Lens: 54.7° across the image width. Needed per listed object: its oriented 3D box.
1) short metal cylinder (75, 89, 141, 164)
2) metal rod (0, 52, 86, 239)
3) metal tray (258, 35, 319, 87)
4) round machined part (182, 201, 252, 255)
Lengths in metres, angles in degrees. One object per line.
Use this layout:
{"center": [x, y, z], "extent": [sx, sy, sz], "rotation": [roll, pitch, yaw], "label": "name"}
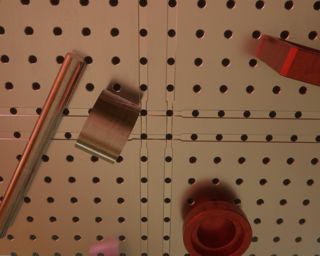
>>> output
{"center": [-0.064, -0.002, 0.383], "extent": [0.050, 0.080, 0.080], "rotation": [26, 108, -9], "label": "short metal cylinder"}
{"center": [-0.174, 0.036, 0.424], "extent": [0.025, 0.025, 0.298], "rotation": [27, 108, -10], "label": "metal rod"}
{"center": [0.190, -0.068, 0.354], "extent": [0.131, 0.090, 0.030], "rotation": [14, 114, -6], "label": "metal tray"}
{"center": [0.082, 0.149, 0.460], "extent": [0.099, 0.042, 0.097], "rotation": [0, 110, 0], "label": "round machined part"}
